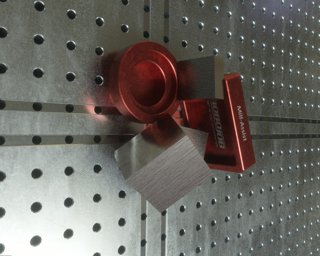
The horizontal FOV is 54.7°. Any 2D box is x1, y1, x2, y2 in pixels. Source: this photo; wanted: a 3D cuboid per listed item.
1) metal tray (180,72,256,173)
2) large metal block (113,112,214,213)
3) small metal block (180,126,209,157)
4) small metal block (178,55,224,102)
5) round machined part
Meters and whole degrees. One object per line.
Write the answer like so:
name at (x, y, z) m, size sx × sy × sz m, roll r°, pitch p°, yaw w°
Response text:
metal tray at (0.077, -0.006, 0.434) m, size 0.030 × 0.090 × 0.129 m, roll -23°, pitch 105°, yaw -38°
large metal block at (0.005, 0.043, 0.370) m, size 0.080 × 0.050 × 0.080 m, roll -37°, pitch 130°, yaw 0°
small metal block at (0.037, 0.026, 0.436) m, size 0.050 × 0.025 × 0.050 m, roll 14°, pitch 86°, yaw -28°
small metal block at (0.051, -0.059, 0.384) m, size 0.025 × 0.050 × 0.050 m, roll 0°, pitch 89°, yaw -55°
round machined part at (-0.021, -0.054, 0.382) m, size 0.099 × 0.042 × 0.097 m, roll 0°, pitch 90°, yaw -40°
